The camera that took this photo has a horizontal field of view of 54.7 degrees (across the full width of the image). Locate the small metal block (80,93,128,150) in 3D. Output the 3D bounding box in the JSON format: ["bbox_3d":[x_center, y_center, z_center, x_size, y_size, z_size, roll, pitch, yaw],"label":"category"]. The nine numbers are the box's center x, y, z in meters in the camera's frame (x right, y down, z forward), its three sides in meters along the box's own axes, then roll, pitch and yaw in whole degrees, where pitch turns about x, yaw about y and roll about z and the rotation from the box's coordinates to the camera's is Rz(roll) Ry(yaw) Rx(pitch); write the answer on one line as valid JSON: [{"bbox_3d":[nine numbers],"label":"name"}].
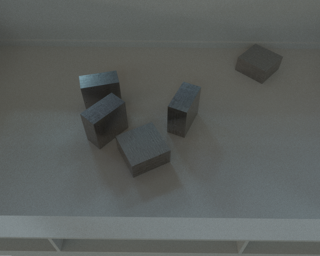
[{"bbox_3d":[-0.069,-0.009,0.396,0.025,0.050,0.050,35,58,26],"label":"small metal block"}]

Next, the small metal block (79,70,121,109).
[{"bbox_3d":[-0.081,-0.049,0.429,0.050,0.050,0.025,-11,51,-9],"label":"small metal block"}]

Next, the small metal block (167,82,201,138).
[{"bbox_3d":[0.032,-0.024,0.409,0.025,0.050,0.050,20,53,16],"label":"small metal block"}]

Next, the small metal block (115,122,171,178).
[{"bbox_3d":[-0.021,0.026,0.383,0.050,0.025,0.050,-21,53,-17],"label":"small metal block"}]

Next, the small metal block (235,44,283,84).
[{"bbox_3d":[0.157,-0.103,0.492,0.050,0.025,0.050,36,59,26],"label":"small metal block"}]
